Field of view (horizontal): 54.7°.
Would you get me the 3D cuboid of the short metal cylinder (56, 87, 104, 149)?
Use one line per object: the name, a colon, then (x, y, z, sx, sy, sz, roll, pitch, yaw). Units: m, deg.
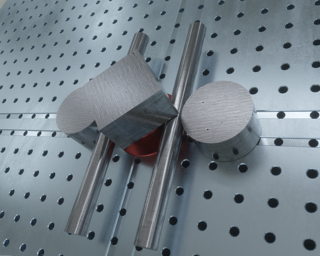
short metal cylinder: (-0.104, -0.016, 0.456, 0.080, 0.050, 0.080, -13, 56, 21)

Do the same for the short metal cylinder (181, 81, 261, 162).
short metal cylinder: (0.071, -0.008, 0.359, 0.080, 0.050, 0.080, -13, 56, 21)

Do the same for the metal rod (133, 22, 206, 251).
metal rod: (0.019, -0.010, 0.377, 0.025, 0.025, 0.300, 0, 62, 28)

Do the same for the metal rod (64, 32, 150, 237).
metal rod: (-0.063, -0.009, 0.420, 0.025, 0.025, 0.300, 1, 62, 28)

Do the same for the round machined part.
round machined part: (-0.016, -0.007, 0.411, 0.098, 0.042, 0.098, -13, 56, 21)

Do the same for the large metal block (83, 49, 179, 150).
large metal block: (-0.036, -0.035, 0.372, 0.080, 0.050, 0.080, -33, 51, 6)
